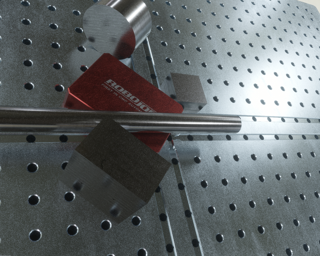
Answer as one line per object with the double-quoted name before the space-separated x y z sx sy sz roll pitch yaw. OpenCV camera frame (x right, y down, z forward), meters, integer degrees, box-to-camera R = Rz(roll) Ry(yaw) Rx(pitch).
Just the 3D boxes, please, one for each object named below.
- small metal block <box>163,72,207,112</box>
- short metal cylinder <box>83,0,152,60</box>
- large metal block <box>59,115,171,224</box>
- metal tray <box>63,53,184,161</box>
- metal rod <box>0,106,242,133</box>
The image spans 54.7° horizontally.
"small metal block" 0.037 -0.053 0.462 0.050 0.025 0.050 2 61 -28
"short metal cylinder" -0.058 -0.143 0.430 0.080 0.080 0.050 35 51 -6
"large metal block" -0.049 0.046 0.320 0.080 0.080 0.050 38 51 -4
"metal tray" -0.043 -0.029 0.401 0.130 0.030 0.090 35 51 -5
"metal rod" -0.028 -0.007 0.359 0.303 0.025 0.025 1 62 -29
